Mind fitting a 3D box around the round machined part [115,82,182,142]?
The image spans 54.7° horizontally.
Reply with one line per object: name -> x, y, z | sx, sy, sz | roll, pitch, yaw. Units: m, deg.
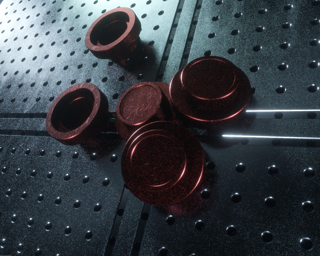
round machined part -> -0.020, -0.024, 0.421 | 0.098, 0.042, 0.098 | -13, 56, 20

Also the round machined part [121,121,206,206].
round machined part -> 0.000, 0.039, 0.354 | 0.098, 0.042, 0.098 | -3, 76, 15

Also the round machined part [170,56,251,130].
round machined part -> 0.061, -0.049, 0.377 | 0.099, 0.042, 0.098 | -3, 58, 5

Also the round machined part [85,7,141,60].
round machined part -> -0.075, -0.156, 0.530 | 0.098, 0.042, 0.098 | -13, 56, 20

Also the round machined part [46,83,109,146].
round machined part -> -0.119, -0.017, 0.468 | 0.098, 0.042, 0.098 | -13, 56, 20
